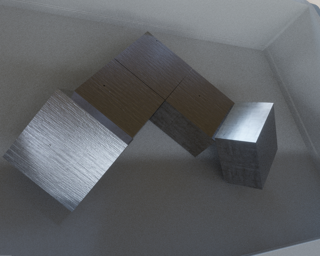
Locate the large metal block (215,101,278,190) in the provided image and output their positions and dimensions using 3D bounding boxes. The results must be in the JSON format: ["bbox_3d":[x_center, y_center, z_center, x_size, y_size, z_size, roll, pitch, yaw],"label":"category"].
[{"bbox_3d":[0.118,0.021,0.411,0.080,0.050,0.080,-52,136,-39],"label":"large metal block"}]

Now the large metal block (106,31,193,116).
[{"bbox_3d":[-0.016,-0.073,0.423,0.080,0.050,0.080,39,51,-2],"label":"large metal block"}]

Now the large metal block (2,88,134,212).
[{"bbox_3d":[-0.085,0.019,0.302,0.080,0.050,0.080,39,94,-2],"label":"large metal block"}]

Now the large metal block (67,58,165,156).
[{"bbox_3d":[-0.055,-0.023,0.372,0.080,0.050,0.080,39,51,-2],"label":"large metal block"}]

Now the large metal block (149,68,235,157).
[{"bbox_3d":[0.047,-0.022,0.425,0.080,0.050,0.080,39,51,-2],"label":"large metal block"}]
